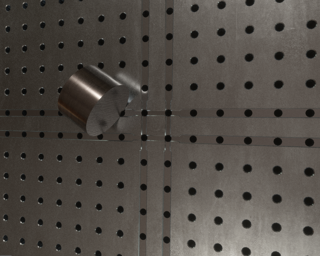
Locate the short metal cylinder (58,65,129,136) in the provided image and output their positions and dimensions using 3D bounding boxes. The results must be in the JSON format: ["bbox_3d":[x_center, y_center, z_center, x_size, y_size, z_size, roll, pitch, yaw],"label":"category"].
[{"bbox_3d":[-0.087,-0.036,0.413,0.050,0.080,0.080,35,101,16],"label":"short metal cylinder"}]
